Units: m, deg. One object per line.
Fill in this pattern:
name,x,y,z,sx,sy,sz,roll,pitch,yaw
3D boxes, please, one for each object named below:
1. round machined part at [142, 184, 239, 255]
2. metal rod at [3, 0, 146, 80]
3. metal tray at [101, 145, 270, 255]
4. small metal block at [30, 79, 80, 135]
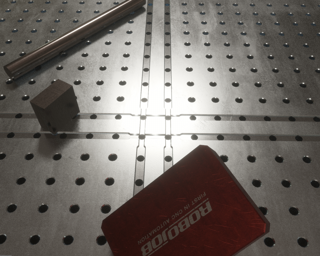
round machined part,0.031,0.099,0.314,0.099,0.042,0.098,0,50,0
metal rod,-0.135,-0.172,0.549,0.025,0.025,0.301,33,57,24
metal tray,0.019,0.089,0.281,0.130,0.030,0.090,-39,62,10
small metal block,-0.138,-0.028,0.413,0.025,0.050,0.050,26,55,20
